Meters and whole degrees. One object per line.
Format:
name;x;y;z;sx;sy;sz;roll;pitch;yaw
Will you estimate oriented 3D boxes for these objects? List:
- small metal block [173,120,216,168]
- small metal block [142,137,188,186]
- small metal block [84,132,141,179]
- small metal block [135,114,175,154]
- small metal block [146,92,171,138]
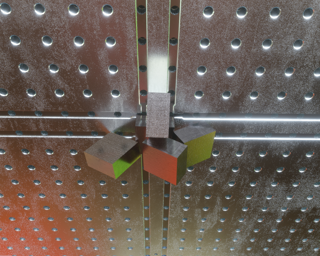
small metal block;0.044;0.023;0.417;0.050;0.025;0.050;-19;135;-25
small metal block;0.006;0.039;0.396;0.050;0.025;0.050;22;135;25
small metal block;-0.062;0.035;0.411;0.050;0.050;0.025;18;131;31
small metal block;-0.007;0.009;0.420;0.050;0.025;0.050;2;130;-2
small metal block;-0.003;-0.016;0.368;0.025;0.050;0.050;3;94;-1
